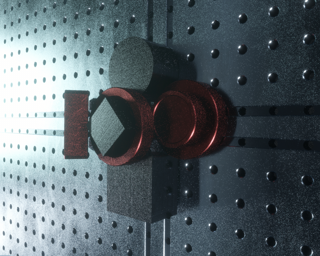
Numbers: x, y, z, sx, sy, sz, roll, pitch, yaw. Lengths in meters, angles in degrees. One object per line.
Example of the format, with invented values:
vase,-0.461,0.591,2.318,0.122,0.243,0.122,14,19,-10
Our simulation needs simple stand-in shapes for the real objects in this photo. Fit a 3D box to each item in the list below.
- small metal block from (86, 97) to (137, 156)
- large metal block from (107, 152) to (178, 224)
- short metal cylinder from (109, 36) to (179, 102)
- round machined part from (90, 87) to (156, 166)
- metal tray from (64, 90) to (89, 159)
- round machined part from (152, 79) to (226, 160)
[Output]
small metal block,-0.058,-0.001,0.377,0.050,0.025,0.050,-49,61,29
large metal block,-0.024,0.072,0.410,0.080,0.050,0.080,1,91,40
short metal cylinder,-0.022,-0.076,0.411,0.080,0.050,0.080,0,90,40
round machined part,-0.044,-0.002,0.397,0.098,0.042,0.097,0,90,40
metal tray,-0.122,-0.006,0.460,0.130,0.030,0.089,-175,86,-77
round machined part,0.026,-0.010,0.375,0.098,0.042,0.097,0,90,40
